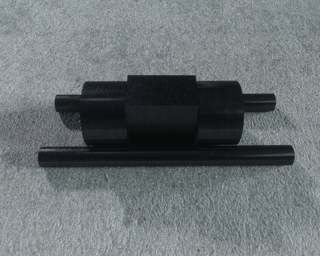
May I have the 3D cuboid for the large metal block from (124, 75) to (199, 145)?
[{"bbox_3d":[0.002,-0.018,0.381,0.081,0.080,0.050,0,50,0],"label":"large metal block"}]

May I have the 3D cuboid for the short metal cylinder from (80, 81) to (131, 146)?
[{"bbox_3d":[-0.064,-0.018,0.383,0.050,0.080,0.080,-1,50,-1],"label":"short metal cylinder"}]

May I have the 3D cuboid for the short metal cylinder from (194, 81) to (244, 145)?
[{"bbox_3d":[0.068,-0.018,0.384,0.050,0.080,0.080,-1,50,-1],"label":"short metal cylinder"}]

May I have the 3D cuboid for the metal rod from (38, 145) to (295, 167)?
[{"bbox_3d":[0.008,0.034,0.376,0.302,0.025,0.025,0,50,-1],"label":"metal rod"}]

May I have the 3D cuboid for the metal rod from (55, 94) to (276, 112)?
[{"bbox_3d":[0.008,-0.035,0.434,0.302,0.025,0.025,0,50,-1],"label":"metal rod"}]
